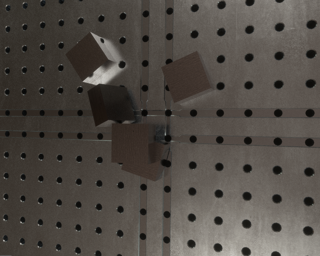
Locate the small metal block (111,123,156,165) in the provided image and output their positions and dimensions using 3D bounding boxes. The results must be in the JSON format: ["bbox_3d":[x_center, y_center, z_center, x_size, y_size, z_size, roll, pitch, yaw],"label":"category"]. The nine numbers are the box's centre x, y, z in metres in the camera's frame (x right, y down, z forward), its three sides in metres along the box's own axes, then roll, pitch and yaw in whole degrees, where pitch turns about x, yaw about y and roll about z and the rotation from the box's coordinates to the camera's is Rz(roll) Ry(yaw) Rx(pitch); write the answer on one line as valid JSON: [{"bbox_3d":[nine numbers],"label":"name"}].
[{"bbox_3d":[-0.034,0.019,0.397,0.050,0.025,0.050,1,90,19],"label":"small metal block"}]

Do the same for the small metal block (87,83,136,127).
[{"bbox_3d":[-0.064,-0.029,0.416,0.025,0.050,0.050,-25,75,35],"label":"small metal block"}]

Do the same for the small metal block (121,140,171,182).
[{"bbox_3d":[-0.019,0.039,0.418,0.050,0.025,0.050,17,96,18],"label":"small metal block"}]

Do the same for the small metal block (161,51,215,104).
[{"bbox_3d":[0.036,-0.064,0.399,0.050,0.025,0.050,-21,83,18],"label":"small metal block"}]

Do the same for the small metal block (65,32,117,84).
[{"bbox_3d":[-0.099,-0.100,0.446,0.050,0.025,0.050,-37,79,16],"label":"small metal block"}]
